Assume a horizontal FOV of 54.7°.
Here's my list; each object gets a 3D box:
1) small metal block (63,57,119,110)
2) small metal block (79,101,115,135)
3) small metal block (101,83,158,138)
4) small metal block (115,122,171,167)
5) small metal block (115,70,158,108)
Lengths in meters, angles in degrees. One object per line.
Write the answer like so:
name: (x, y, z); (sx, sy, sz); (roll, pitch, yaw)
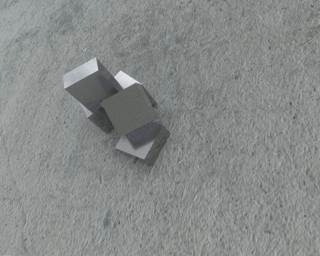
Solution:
small metal block: (-0.089, -0.057, 0.405); (0.050, 0.050, 0.025); (-26, 53, 12)
small metal block: (-0.089, -0.025, 0.450); (0.025, 0.050, 0.050); (-38, 51, 2)
small metal block: (-0.037, -0.022, 0.389); (0.050, 0.025, 0.050); (-28, 90, 10)
small metal block: (-0.022, 0.017, 0.405); (0.050, 0.025, 0.050); (17, 71, 34)
small metal block: (-0.037, -0.048, 0.437); (0.025, 0.050, 0.050); (-49, 52, -6)
